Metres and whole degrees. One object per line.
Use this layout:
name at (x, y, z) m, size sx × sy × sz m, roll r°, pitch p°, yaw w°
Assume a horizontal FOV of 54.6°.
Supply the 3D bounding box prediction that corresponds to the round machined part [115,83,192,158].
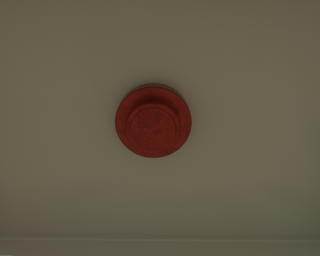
round machined part at (-0.008, -0.005, 0.397) m, size 0.099 × 0.042 × 0.097 m, roll 0°, pitch 110°, yaw 0°
